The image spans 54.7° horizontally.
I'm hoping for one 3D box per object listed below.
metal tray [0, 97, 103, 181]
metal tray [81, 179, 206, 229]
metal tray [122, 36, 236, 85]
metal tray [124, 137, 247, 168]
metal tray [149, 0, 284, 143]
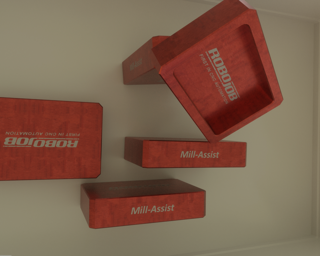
[{"bbox_3d":[-0.135,0.013,0.358,0.131,0.030,0.089,2,89,-21],"label":"metal tray"},{"bbox_3d":[-0.023,0.085,0.368,0.131,0.090,0.030,1,90,-20],"label":"metal tray"},{"bbox_3d":[0.015,-0.074,0.361,0.091,0.130,0.030,-4,92,-20],"label":"metal tray"},{"bbox_3d":[0.029,0.029,0.387,0.131,0.090,0.030,2,90,-20],"label":"metal tray"},{"bbox_3d":[0.060,-0.047,0.299,0.090,0.030,0.130,-32,137,9],"label":"metal tray"}]
